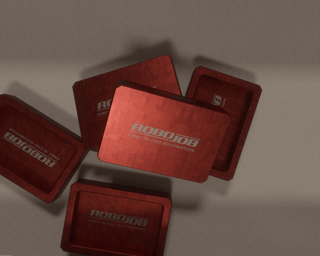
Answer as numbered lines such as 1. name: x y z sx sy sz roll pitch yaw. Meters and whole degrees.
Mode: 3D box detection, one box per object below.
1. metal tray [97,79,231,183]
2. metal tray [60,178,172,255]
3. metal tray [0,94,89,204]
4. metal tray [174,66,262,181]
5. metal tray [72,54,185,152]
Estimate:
1. metal tray: 0.003 0.006 0.354 0.131 0.030 0.089 14 108 -11
2. metal tray: -0.056 0.123 0.408 0.131 0.030 0.089 10 90 -1
3. metal tray: -0.170 0.026 0.406 0.130 0.030 0.090 32 90 -1
4. metal tray: 0.069 -0.006 0.409 0.090 0.030 0.129 18 90 -1
5. metal tray: -0.037 -0.030 0.390 0.131 0.030 0.090 -15 76 7
